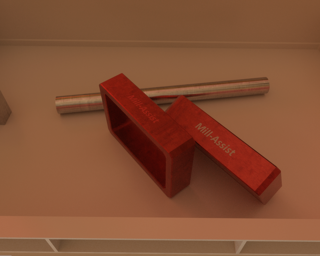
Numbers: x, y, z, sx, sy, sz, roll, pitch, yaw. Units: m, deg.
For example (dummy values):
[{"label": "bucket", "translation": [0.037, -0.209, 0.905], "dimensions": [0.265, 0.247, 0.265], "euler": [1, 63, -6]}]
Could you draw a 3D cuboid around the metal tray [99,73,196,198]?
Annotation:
[{"label": "metal tray", "translation": [-0.017, 0.008, 0.355], "dimensions": [0.030, 0.089, 0.130], "euler": [-32, 57, -23]}]

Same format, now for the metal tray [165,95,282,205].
[{"label": "metal tray", "translation": [0.069, 0.025, 0.340], "dimensions": [0.030, 0.090, 0.130], "euler": [-49, 61, 0]}]

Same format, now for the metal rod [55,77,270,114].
[{"label": "metal rod", "translation": [0.008, -0.048, 0.444], "dimensions": [0.302, 0.025, 0.025], "euler": [-6, 50, -6]}]

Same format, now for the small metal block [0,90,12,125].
[{"label": "small metal block", "translation": [-0.235, -0.031, 0.412], "dimensions": [0.050, 0.050, 0.025], "euler": [3, 50, 2]}]
